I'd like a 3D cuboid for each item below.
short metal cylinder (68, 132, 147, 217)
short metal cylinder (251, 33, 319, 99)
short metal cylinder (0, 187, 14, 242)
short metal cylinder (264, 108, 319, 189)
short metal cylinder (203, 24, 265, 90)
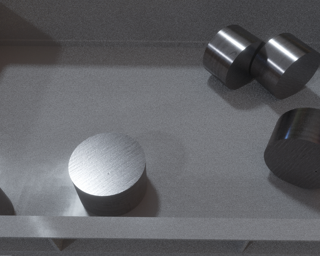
[{"bbox_3d":[-0.055,0.051,0.345,0.080,0.050,0.080,0,50,0],"label":"short metal cylinder"},{"bbox_3d":[0.179,-0.088,0.444,0.081,0.080,0.050,-23,54,-18],"label":"short metal cylinder"},{"bbox_3d":[-0.200,0.086,0.315,0.080,0.050,0.080,0,50,0],"label":"short metal cylinder"},{"bbox_3d":[0.166,0.023,0.351,0.080,0.080,0.050,23,54,18],"label":"short metal cylinder"},{"bbox_3d":[0.111,-0.104,0.457,0.081,0.080,0.050,-28,55,-21],"label":"short metal cylinder"}]
